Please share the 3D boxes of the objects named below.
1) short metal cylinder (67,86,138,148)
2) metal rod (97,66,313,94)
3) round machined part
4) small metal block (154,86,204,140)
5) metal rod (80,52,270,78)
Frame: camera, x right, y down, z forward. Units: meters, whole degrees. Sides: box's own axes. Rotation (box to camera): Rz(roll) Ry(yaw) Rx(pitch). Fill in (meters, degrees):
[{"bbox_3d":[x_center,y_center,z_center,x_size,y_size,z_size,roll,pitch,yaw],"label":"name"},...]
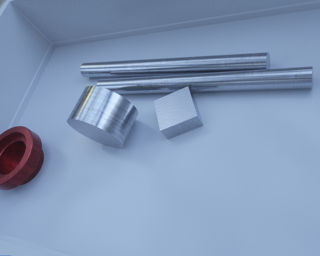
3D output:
[{"bbox_3d":[-0.076,-0.013,0.417,0.080,0.080,0.050,11,67,32],"label":"short metal cylinder"},{"bbox_3d":[0.040,-0.061,0.420,0.300,0.025,0.025,2,63,28],"label":"metal rod"},{"bbox_3d":[-0.221,0.049,0.478,0.098,0.042,0.098,-13,56,20],"label":"round machined part"},{"bbox_3d":[0.024,-0.020,0.404,0.050,0.025,0.050,-22,54,14],"label":"small metal block"},{"bbox_3d":[0.003,-0.090,0.457,0.300,0.025,0.025,4,64,29],"label":"metal rod"}]
